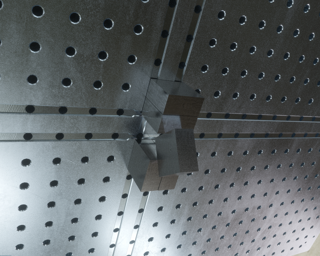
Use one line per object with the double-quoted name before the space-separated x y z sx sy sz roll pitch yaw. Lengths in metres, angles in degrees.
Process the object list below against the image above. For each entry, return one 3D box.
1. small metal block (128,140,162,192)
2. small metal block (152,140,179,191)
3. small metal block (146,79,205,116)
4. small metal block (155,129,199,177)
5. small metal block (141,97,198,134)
"small metal block" -0.018 0.050 0.417 0.025 0.050 0.050 1 118 -30
"small metal block" 0.004 0.050 0.429 0.025 0.050 0.050 1 118 -30
"small metal block" 0.018 -0.038 0.382 0.050 0.050 0.025 2 118 -30
"small metal block" 0.019 0.031 0.372 0.025 0.050 0.050 1 76 -28
"small metal block" 0.011 -0.016 0.392 0.050 0.050 0.025 2 118 -30
